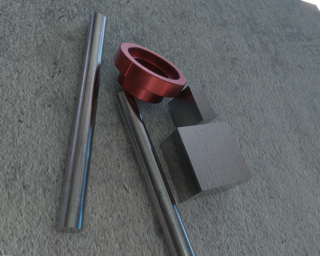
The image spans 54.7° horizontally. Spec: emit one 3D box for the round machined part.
[{"bbox_3d":[-0.017,-0.069,0.411,0.098,0.042,0.098,26,26,-13],"label":"round machined part"}]

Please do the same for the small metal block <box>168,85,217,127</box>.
[{"bbox_3d":[0.043,-0.024,0.423,0.025,0.050,0.050,-9,72,-39],"label":"small metal block"}]

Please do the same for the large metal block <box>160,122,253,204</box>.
[{"bbox_3d":[0.057,0.042,0.395,0.081,0.050,0.080,-7,65,-31],"label":"large metal block"}]

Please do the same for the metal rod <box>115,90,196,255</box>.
[{"bbox_3d":[0.005,0.088,0.354,0.025,0.025,0.299,-9,66,-32],"label":"metal rod"}]

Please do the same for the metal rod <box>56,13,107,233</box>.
[{"bbox_3d":[-0.088,-0.030,0.375,0.025,0.025,0.299,13,56,-22],"label":"metal rod"}]
